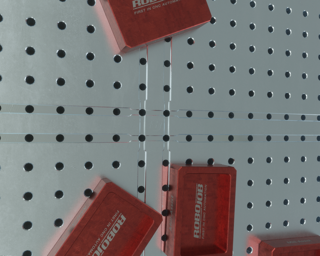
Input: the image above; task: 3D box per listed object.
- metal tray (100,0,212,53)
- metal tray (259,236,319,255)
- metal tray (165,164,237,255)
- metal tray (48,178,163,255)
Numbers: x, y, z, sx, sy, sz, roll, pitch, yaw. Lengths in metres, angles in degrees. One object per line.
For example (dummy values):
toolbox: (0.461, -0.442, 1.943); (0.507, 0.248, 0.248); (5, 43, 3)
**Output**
metal tray: (-0.005, -0.163, 0.409); (0.131, 0.030, 0.090); (-25, 99, -19)
metal tray: (0.220, 0.226, 0.493); (0.131, 0.030, 0.089); (3, 89, -21)
metal tray: (0.058, 0.117, 0.432); (0.091, 0.030, 0.129); (3, 89, -20)
metal tray: (-0.069, 0.141, 0.385); (0.090, 0.030, 0.130); (38, 78, -17)
